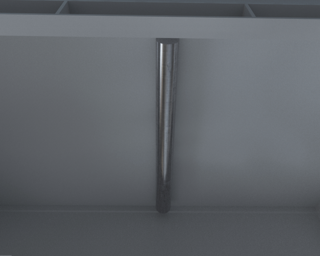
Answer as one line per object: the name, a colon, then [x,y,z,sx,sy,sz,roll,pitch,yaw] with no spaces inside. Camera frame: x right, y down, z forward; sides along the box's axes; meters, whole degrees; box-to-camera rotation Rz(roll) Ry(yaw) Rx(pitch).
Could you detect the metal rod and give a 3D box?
metal rod: [0.007,0.020,0.425,0.025,0.025,0.298,0,130,0]
